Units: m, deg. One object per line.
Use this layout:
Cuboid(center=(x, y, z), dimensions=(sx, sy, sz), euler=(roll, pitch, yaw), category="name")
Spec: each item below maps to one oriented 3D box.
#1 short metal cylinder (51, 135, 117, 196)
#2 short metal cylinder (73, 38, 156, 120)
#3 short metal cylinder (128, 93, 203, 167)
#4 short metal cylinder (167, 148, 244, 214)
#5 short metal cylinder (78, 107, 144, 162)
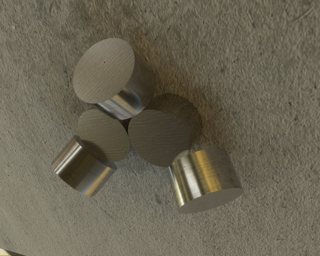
Cuboid(center=(-0.110, 0.055, 0.457), dimensions=(0.080, 0.080, 0.050), euler=(39, 89, 1), category="short metal cylinder")
Cuboid(center=(-0.052, -0.055, 0.358), dimensions=(0.080, 0.080, 0.050), euler=(2, 162, 27), category="short metal cylinder")
Cuboid(center=(0.007, 0.002, 0.389), dimensions=(0.080, 0.050, 0.079), euler=(13, 124, 21), category="short metal cylinder")
Cuboid(center=(0.054, 0.066, 0.377), dimensions=(0.080, 0.081, 0.050), euler=(-43, 52, 39), category="short metal cylinder")
Cuboid(center=(-0.064, 0.000, 0.425), dimensions=(0.080, 0.050, 0.079), euler=(13, 124, 21), category="short metal cylinder")
